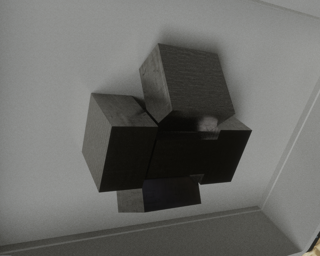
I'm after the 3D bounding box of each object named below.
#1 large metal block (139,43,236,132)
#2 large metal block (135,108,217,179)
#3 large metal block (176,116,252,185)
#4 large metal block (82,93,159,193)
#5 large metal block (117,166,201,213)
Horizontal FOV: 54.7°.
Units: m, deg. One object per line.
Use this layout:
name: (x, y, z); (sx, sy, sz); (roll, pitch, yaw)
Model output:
large metal block: (0.029, -0.043, 0.353); (0.081, 0.080, 0.050); (1, 155, -29)
large metal block: (0.009, 0.016, 0.386); (0.081, 0.080, 0.050); (1, 118, -29)
large metal block: (0.066, 0.018, 0.419); (0.050, 0.080, 0.079); (1, 118, -29)
large metal block: (-0.050, 0.014, 0.353); (0.050, 0.080, 0.079); (1, 118, -29)
large metal block: (-0.005, 0.081, 0.410); (0.081, 0.080, 0.050); (0, 77, -30)
